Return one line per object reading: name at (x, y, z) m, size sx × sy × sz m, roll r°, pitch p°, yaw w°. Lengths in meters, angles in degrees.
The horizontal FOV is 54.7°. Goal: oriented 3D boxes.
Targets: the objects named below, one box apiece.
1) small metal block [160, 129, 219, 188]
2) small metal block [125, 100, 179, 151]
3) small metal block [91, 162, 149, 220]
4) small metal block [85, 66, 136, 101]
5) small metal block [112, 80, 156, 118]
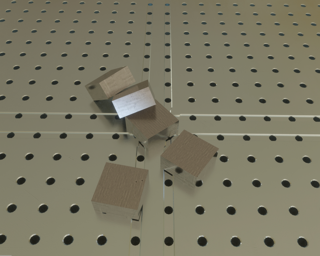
small metal block at (0.036, 0.037, 0.377) m, size 0.050 × 0.025 × 0.050 m, roll 30°, pitch 56°, yaw 22°
small metal block at (-0.011, -0.005, 0.412) m, size 0.050 × 0.025 × 0.050 m, roll -31°, pitch 57°, yaw -24°
small metal block at (-0.043, 0.070, 0.348) m, size 0.050 × 0.025 × 0.050 m, roll 9°, pitch 51°, yaw 7°
small metal block at (-0.072, -0.064, 0.444) m, size 0.050 × 0.025 × 0.050 m, roll -39°, pitch 23°, yaw -28°
small metal block at (-0.034, -0.040, 0.418) m, size 0.050 × 0.025 × 0.050 m, roll -21°, pitch 19°, yaw 4°
